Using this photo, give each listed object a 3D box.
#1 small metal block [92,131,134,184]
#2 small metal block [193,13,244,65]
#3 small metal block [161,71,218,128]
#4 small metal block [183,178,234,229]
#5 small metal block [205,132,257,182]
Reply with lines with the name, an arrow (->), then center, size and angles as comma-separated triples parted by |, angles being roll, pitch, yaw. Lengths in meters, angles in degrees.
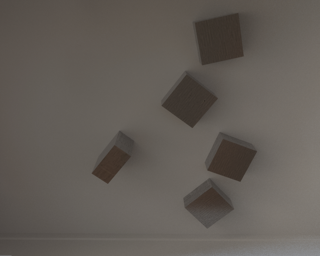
small metal block -> -0.061, 0.038, 0.411 | 0.025, 0.050, 0.050 | 37, 106, -13
small metal block -> 0.070, -0.107, 0.373 | 0.050, 0.025, 0.050 | -12, 110, 4
small metal block -> 0.037, -0.037, 0.398 | 0.050, 0.025, 0.050 | 35, 106, -13
small metal block -> 0.071, 0.110, 0.453 | 0.050, 0.025, 0.050 | -41, 106, 13
small metal block -> 0.097, 0.040, 0.428 | 0.050, 0.025, 0.050 | 20, 109, -8
